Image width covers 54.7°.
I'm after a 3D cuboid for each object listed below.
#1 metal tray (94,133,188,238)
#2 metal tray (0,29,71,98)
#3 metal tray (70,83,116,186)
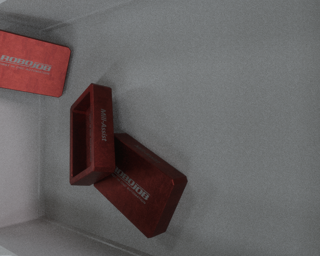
[{"bbox_3d":[-0.033,0.074,0.429,0.130,0.030,0.089,33,110,34],"label":"metal tray"},{"bbox_3d":[-0.226,-0.108,0.520,0.030,0.131,0.089,37,115,59],"label":"metal tray"},{"bbox_3d":[-0.102,0.012,0.454,0.090,0.030,0.130,-32,56,47],"label":"metal tray"}]
